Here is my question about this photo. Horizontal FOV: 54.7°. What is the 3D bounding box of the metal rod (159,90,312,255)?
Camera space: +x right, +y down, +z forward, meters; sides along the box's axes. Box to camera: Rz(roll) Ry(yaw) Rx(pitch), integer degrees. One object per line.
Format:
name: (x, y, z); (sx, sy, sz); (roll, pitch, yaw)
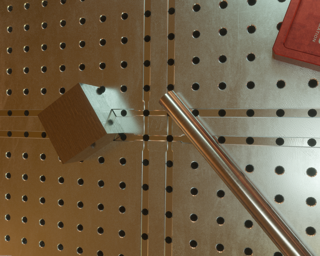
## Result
metal rod: (0.100, 0.073, 0.377); (0.025, 0.025, 0.300); (-42, 77, 15)

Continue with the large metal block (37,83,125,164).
large metal block: (-0.111, -0.006, 0.439); (0.080, 0.050, 0.080); (-34, 79, 17)

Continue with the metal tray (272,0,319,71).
metal tray: (0.191, -0.130, 0.342); (0.090, 0.030, 0.129); (21, 97, 18)
